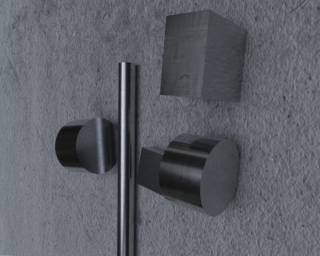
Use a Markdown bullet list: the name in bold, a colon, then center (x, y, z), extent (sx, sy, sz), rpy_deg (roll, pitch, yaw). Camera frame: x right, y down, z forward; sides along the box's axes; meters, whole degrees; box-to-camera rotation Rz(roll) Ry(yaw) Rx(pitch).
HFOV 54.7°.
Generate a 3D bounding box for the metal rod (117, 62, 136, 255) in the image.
- **metal rod**: center (-0.048, 0.057, 0.444), extent (0.025, 0.025, 0.298), rpy_deg (1, 91, 40)

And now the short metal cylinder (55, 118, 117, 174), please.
- **short metal cylinder**: center (-0.104, 0.026, 0.455), extent (0.050, 0.081, 0.080), rpy_deg (-3, 88, 40)

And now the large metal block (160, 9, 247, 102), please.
- **large metal block**: center (0.048, -0.071, 0.329), extent (0.050, 0.081, 0.079), rpy_deg (8, 95, 40)

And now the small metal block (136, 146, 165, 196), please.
- **small metal block**: center (-0.001, 0.055, 0.406), extent (0.050, 0.025, 0.050), rpy_deg (17, 101, 38)

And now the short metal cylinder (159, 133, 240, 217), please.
- **short metal cylinder**: center (0.044, 0.048, 0.333), extent (0.050, 0.081, 0.079), rpy_deg (9, 96, 39)
